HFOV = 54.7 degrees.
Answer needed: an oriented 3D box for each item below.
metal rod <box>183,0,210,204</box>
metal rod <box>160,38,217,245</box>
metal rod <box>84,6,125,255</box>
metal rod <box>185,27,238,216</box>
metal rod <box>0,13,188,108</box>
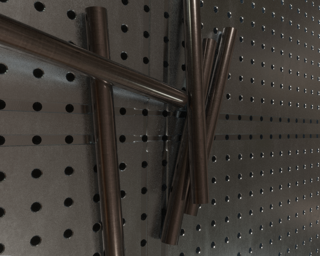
[{"bbox_3d":[0.049,-0.048,0.430,0.025,0.025,0.298,5,80,-40],"label":"metal rod"},{"bbox_3d":[0.044,0.012,0.447,0.025,0.025,0.299,20,77,-39],"label":"metal rod"},{"bbox_3d":[-0.063,0.015,0.358,0.025,0.025,0.298,-7,94,-40],"label":"metal rod"},{"bbox_3d":[0.078,-0.017,0.476,0.025,0.025,0.299,24,75,-38],"label":"metal rod"},{"bbox_3d":[-0.069,-0.063,0.312,0.302,0.025,0.025,14,81,-49],"label":"metal rod"}]
